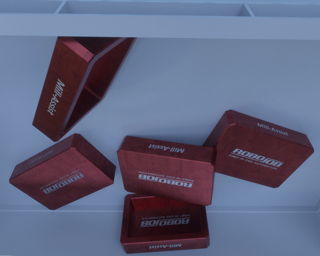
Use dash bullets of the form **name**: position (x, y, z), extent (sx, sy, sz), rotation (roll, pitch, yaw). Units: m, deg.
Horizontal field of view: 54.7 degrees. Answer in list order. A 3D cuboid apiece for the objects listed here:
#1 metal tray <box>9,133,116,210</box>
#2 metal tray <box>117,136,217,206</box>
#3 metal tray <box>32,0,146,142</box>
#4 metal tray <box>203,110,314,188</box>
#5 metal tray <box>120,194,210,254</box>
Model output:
- **metal tray**: position (-0.144, 0.070, 0.464), extent (0.130, 0.030, 0.090), rotation (-26, 126, 20)
- **metal tray**: position (0.011, 0.061, 0.437), extent (0.131, 0.030, 0.089), rotation (7, 132, 13)
- **metal tray**: position (-0.071, -0.052, 0.301), extent (0.030, 0.090, 0.129), rotation (39, 136, -2)
- **metal tray**: position (0.132, 0.033, 0.435), extent (0.131, 0.030, 0.089), rotation (17, 128, -14)
- **metal tray**: position (0.008, 0.145, 0.489), extent (0.131, 0.090, 0.030), rotation (-6, 130, 4)
